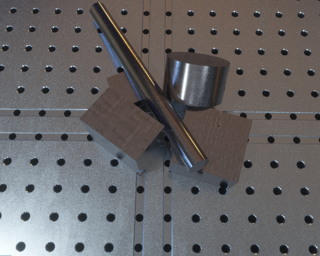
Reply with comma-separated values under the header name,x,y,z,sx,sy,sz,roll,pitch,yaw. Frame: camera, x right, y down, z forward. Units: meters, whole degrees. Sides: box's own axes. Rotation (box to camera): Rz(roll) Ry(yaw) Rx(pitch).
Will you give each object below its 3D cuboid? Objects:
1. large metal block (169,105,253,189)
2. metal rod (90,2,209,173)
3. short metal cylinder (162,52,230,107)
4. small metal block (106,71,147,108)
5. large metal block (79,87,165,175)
name,x,y,z,sx,sy,sz,roll,pitch,yaw
large metal block,0.062,0.023,0.390,0.080,0.050,0.080,17,71,5
metal rod,-0.027,-0.071,0.405,0.025,0.025,0.299,-26,61,-10
short metal cylinder,0.045,-0.065,0.400,0.080,0.080,0.050,8,114,2
small metal block,-0.040,-0.052,0.431,0.050,0.025,0.050,-23,72,-9
large metal block,-0.042,0.007,0.379,0.080,0.080,0.050,35,74,11
